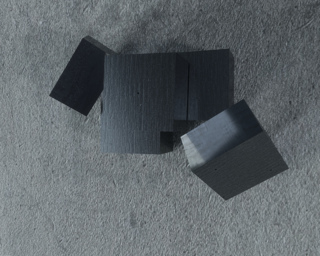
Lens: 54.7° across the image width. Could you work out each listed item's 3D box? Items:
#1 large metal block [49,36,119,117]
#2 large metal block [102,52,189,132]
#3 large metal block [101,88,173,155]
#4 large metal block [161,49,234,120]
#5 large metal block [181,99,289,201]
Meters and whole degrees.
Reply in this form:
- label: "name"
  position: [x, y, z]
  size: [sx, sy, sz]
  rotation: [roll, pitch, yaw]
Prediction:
- label: "large metal block"
  position: [-0.095, -0.071, 0.406]
  size: [0.050, 0.080, 0.080]
  rotation: [31, 102, -17]
- label: "large metal block"
  position: [-0.015, -0.038, 0.346]
  size: [0.080, 0.050, 0.079]
  rotation: [2, 91, 19]
- label: "large metal block"
  position: [-0.029, -0.009, 0.404]
  size: [0.080, 0.050, 0.079]
  rotation: [0, 90, 19]
- label: "large metal block"
  position: [0.047, -0.049, 0.380]
  size: [0.080, 0.050, 0.079]
  rotation: [0, 90, 19]
- label: "large metal block"
  position: [0.083, 0.027, 0.344]
  size: [0.080, 0.080, 0.050]
  rotation: [-33, 42, 17]
